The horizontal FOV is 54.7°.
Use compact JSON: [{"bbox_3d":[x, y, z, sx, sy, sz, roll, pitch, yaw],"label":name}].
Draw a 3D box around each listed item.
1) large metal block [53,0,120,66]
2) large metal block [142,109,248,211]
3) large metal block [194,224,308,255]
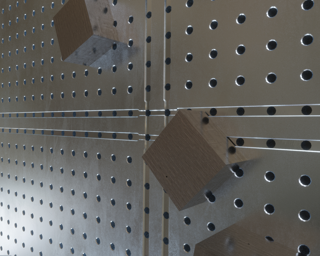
[{"bbox_3d":[-0.117,-0.155,0.487,0.080,0.050,0.080,-26,74,36],"label":"large metal block"},{"bbox_3d":[0.038,0.036,0.361,0.080,0.050,0.080,-52,60,27],"label":"large metal block"},{"bbox_3d":[0.086,0.142,0.302,0.080,0.081,0.050,15,100,38],"label":"large metal block"}]
